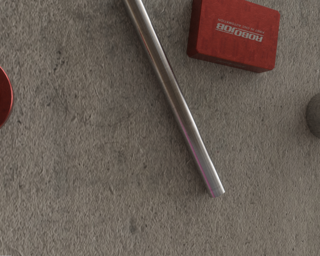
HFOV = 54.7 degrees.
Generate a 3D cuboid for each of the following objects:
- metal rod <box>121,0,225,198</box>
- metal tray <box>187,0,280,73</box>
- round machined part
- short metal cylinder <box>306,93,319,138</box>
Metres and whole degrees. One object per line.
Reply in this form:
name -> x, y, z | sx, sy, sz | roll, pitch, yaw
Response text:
metal rod -> 0.020, -0.042, 0.417 | 0.025, 0.025, 0.299 | -28, 99, -18
metal tray -> 0.108, -0.137, 0.448 | 0.131, 0.030, 0.089 | 8, 87, -20
round machined part -> -0.207, -0.032, 0.324 | 0.099, 0.042, 0.097 | 0, 90, -21
short metal cylinder -> 0.288, -0.021, 0.505 | 0.081, 0.050, 0.079 | 0, 90, -21
